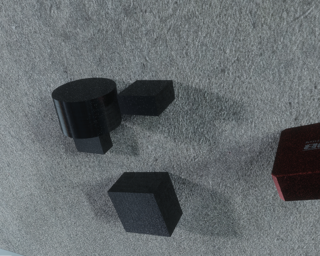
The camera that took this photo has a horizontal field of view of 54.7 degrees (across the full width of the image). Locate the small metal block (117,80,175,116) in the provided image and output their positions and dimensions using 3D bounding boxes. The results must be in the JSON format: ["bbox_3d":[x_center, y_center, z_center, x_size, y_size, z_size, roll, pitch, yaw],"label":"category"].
[{"bbox_3d":[-0.016,-0.038,0.376,0.050,0.050,0.025,4,120,26],"label":"small metal block"}]

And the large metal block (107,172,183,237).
[{"bbox_3d":[-0.021,0.114,0.473,0.080,0.050,0.080,-5,116,30],"label":"large metal block"}]

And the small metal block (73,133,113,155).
[{"bbox_3d":[-0.104,0.010,0.468,0.050,0.025,0.050,3,120,26],"label":"small metal block"}]

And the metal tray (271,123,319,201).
[{"bbox_3d":[0.178,0.023,0.285,0.130,0.090,0.030,-13,112,33],"label":"metal tray"}]

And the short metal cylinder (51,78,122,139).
[{"bbox_3d":[-0.093,-0.028,0.403,0.080,0.080,0.050,8,122,24],"label":"short metal cylinder"}]
